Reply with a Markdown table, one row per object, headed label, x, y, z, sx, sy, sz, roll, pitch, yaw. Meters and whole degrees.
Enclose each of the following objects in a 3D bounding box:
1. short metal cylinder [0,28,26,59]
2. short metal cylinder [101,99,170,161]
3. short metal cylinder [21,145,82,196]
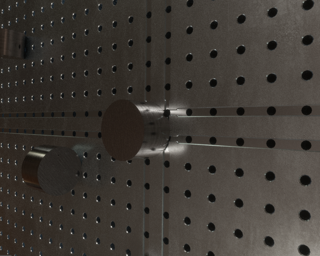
| label | x | y | z | sx | sy | sz | roll | pitch | yaw |
| --- | --- | --- | --- | --- | --- | --- | --- | --- | --- |
| short metal cylinder | -0.321 | -0.172 | 0.634 | 0.080 | 0.081 | 0.050 | 10 | 96 | 39 |
| short metal cylinder | -0.034 | 0.003 | 0.419 | 0.080 | 0.050 | 0.079 | 0 | 90 | 39 |
| short metal cylinder | -0.181 | 0.069 | 0.519 | 0.050 | 0.081 | 0.079 | 2 | 92 | 40 |
